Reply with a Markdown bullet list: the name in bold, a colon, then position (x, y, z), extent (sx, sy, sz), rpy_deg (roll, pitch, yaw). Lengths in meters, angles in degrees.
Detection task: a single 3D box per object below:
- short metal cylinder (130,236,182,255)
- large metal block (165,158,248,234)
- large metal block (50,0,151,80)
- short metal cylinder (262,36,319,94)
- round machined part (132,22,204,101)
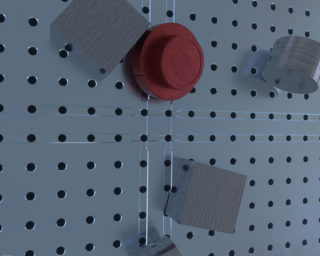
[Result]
- **short metal cylinder**: position (0.003, 0.183, 0.385), extent (0.050, 0.080, 0.080), rpy_deg (-22, 98, -19)
- **large metal block**: position (0.062, 0.091, 0.422), extent (0.081, 0.050, 0.080), rpy_deg (17, 84, -19)
- **large metal block**: position (-0.072, -0.117, 0.372), extent (0.080, 0.050, 0.080), rpy_deg (40, 77, -16)
- **short metal cylinder**: position (0.199, -0.091, 0.456), extent (0.080, 0.080, 0.050), rpy_deg (27, 81, -18)
- **round machined part**: position (0.017, -0.083, 0.394), extent (0.099, 0.042, 0.097), rpy_deg (-9, 106, -34)
